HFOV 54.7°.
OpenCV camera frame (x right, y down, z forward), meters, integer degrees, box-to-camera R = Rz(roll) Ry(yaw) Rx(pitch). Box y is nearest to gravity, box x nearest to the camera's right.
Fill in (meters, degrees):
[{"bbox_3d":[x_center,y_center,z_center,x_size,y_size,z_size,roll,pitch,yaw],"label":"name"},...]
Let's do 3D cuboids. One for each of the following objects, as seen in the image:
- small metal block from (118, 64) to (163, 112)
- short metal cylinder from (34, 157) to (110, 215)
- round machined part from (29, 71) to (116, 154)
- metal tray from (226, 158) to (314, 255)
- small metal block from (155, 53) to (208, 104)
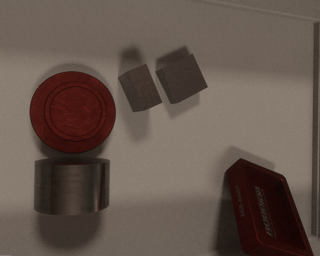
[{"bbox_3d":[-0.026,-0.048,0.388,0.025,0.050,0.050,-26,99,-18],"label":"small metal block"},{"bbox_3d":[-0.097,0.061,0.346,0.081,0.080,0.050,1,90,-20],"label":"short metal cylinder"},{"bbox_3d":[-0.100,-0.019,0.365,0.099,0.042,0.097,0,90,-21],"label":"round machined part"},{"bbox_3d":[0.144,0.110,0.420,0.091,0.030,0.130,22,39,-19],"label":"metal tray"},{"bbox_3d":[0.030,-0.066,0.423,0.050,0.025,0.050,-29,100,-18],"label":"small metal block"}]
